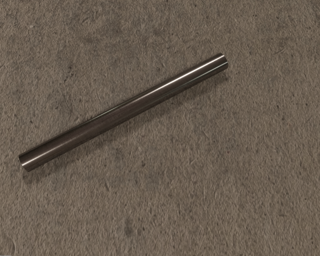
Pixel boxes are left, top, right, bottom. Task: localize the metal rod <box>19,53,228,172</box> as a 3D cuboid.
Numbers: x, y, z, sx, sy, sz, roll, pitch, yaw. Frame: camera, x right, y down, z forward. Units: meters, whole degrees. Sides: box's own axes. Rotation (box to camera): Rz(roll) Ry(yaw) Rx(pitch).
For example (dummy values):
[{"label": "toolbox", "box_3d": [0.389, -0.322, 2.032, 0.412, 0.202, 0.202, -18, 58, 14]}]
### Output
[{"label": "metal rod", "box_3d": [-0.040, -0.026, 0.416, 0.302, 0.025, 0.025, -28, 73, -10]}]
